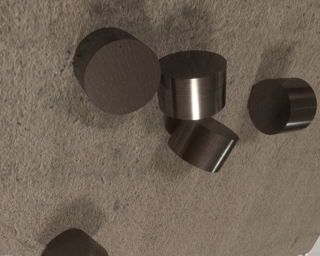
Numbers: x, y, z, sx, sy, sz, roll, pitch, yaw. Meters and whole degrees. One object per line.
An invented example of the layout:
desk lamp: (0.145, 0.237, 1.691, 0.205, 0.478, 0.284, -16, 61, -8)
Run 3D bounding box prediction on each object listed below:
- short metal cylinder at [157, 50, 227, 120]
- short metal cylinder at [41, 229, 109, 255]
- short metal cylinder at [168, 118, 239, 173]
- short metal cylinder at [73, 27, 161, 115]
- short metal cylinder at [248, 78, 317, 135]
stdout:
short metal cylinder: (0.036, -0.052, 0.360, 0.081, 0.080, 0.050, -19, 126, -18)
short metal cylinder: (-0.117, 0.187, 0.424, 0.080, 0.080, 0.050, -35, 129, -5)
short metal cylinder: (0.057, 0.016, 0.414, 0.081, 0.080, 0.050, 16, 110, -35)
short metal cylinder: (-0.046, -0.061, 0.329, 0.081, 0.050, 0.079, -14, 125, -21)
short metal cylinder: (0.175, -0.032, 0.450, 0.050, 0.080, 0.079, -7, 122, -25)
